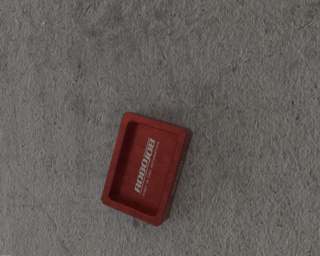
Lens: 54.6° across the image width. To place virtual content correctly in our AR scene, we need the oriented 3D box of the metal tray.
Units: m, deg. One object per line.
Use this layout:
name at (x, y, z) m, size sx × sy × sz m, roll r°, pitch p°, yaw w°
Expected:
metal tray at (-0.019, 0.052, 0.413) m, size 0.090 × 0.030 × 0.129 m, roll 17°, pitch 96°, yaw 19°
